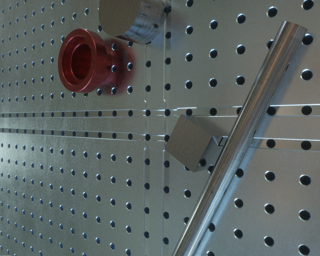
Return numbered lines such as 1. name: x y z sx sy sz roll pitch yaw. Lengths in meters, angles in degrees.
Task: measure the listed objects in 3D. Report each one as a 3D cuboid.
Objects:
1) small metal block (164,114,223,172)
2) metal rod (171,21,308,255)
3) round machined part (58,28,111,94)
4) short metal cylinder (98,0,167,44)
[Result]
1. small metal block: 0.040 0.018 0.375 0.050 0.025 0.050 37 113 33
2. metal rod: 0.078 0.033 0.343 0.025 0.025 0.298 34 111 34
3. round machined part: -0.116 -0.103 0.491 0.098 0.042 0.097 0 90 39
4. short metal cylinder: -0.038 -0.160 0.422 0.080 0.050 0.079 0 90 39
